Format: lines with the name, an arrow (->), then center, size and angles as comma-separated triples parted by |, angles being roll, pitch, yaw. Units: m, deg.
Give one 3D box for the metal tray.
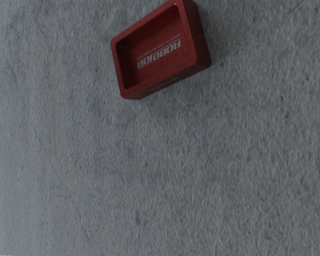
metal tray -> -0.005, -0.099, 0.403 | 0.130, 0.030, 0.090 | -20, 77, 38
